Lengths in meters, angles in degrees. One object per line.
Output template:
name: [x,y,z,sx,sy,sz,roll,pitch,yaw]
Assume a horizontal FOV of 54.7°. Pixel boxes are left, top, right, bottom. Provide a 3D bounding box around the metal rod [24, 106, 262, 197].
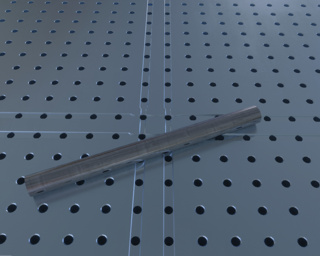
metal rod: [-0.009,0.024,0.387,0.302,0.025,0.025,-17,52,-14]
